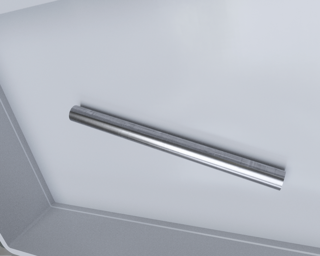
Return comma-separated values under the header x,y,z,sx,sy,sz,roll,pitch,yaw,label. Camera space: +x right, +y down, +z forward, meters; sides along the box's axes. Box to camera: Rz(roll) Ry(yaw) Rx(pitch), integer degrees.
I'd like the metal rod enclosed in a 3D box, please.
x,y,z,sx,sy,sz,roll,pitch,yaw,label
0.009,0.020,0.415,0.301,0.025,0.025,17,125,18,metal rod
